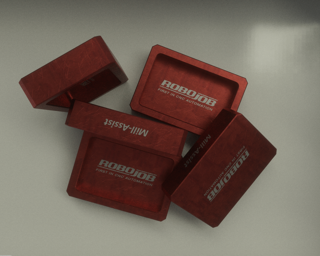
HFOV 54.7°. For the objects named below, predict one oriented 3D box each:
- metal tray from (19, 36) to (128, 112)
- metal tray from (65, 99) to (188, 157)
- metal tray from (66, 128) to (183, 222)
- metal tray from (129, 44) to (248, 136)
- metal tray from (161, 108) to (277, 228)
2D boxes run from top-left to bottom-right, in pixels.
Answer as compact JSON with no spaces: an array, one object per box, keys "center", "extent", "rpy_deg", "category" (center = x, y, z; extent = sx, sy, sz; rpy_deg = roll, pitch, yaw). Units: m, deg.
[{"center":[-0.088,-0.054,0.355],"extent":[0.090,0.130,0.030],"rpy_deg":[-30,91,0],"category":"metal tray"},{"center":[-0.036,-0.001,0.376],"extent":[0.131,0.090,0.030],"rpy_deg":[16,90,-1],"category":"metal tray"},{"center":[-0.044,0.059,0.405],"extent":[0.131,0.030,0.090],"rpy_deg":[16,90,-1],"category":"metal tray"},{"center":[0.037,-0.043,0.408],"extent":[0.131,0.030,0.090],"rpy_deg":[21,90,-1],"category":"metal tray"},{"center":[0.076,0.051,0.389],"extent":[0.090,0.030,0.130],"rpy_deg":[39,90,-29],"category":"metal tray"}]
